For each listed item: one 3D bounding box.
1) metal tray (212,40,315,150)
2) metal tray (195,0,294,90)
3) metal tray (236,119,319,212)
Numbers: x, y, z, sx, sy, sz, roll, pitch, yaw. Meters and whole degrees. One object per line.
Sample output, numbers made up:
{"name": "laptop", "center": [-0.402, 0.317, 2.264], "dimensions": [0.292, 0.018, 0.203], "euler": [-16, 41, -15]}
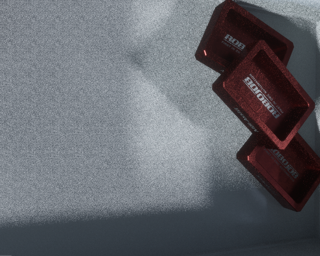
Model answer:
{"name": "metal tray", "center": [0.145, -0.043, 0.428], "dimensions": [0.130, 0.030, 0.090], "euler": [45, 76, -15]}
{"name": "metal tray", "center": [0.126, -0.113, 0.453], "dimensions": [0.131, 0.030, 0.090], "euler": [26, 81, -18]}
{"name": "metal tray", "center": [0.190, 0.054, 0.477], "dimensions": [0.130, 0.030, 0.090], "euler": [45, 76, -15]}
